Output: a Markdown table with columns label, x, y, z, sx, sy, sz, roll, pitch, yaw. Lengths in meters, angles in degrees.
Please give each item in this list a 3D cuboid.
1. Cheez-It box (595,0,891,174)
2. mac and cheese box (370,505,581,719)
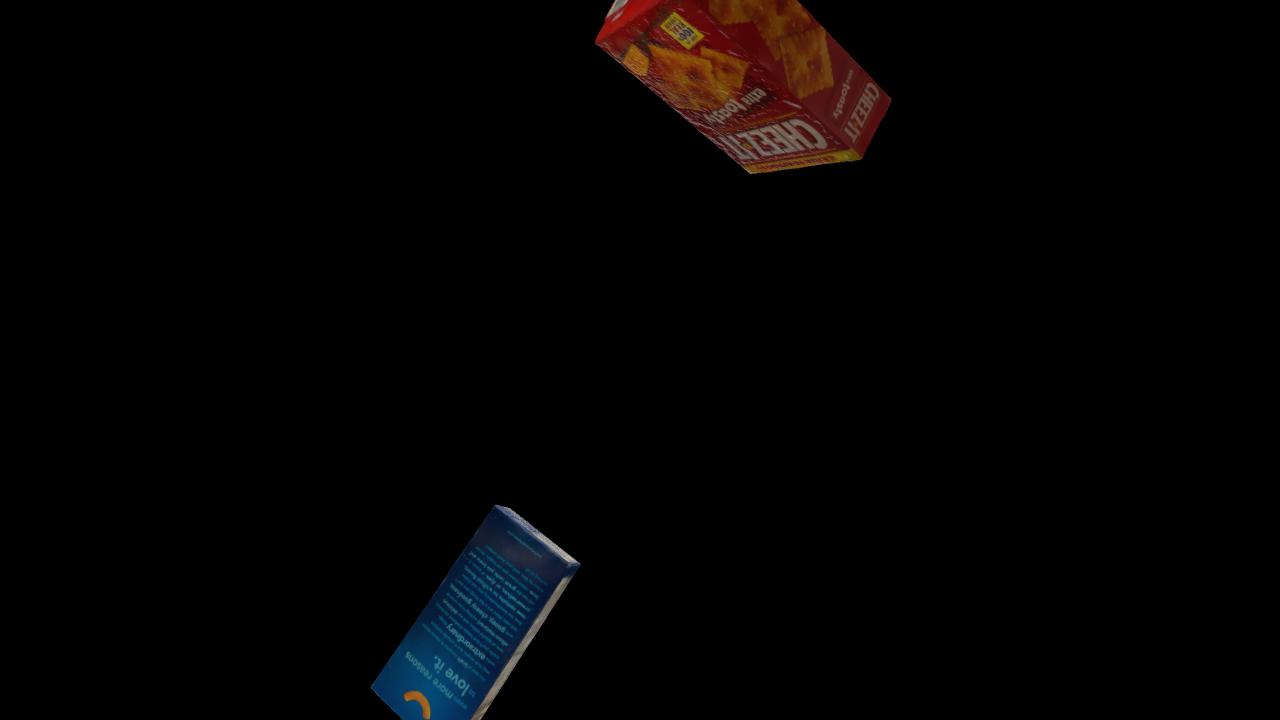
| label | x | y | z | sx | sy | sz | roll | pitch | yaw |
| --- | --- | --- | --- | --- | --- | --- | --- | --- | --- |
| Cheez-It box | 0.089 | -0.262 | 0.559 | 0.223 | 0.071 | 0.166 | 28 | -2 | -30 |
| mac and cheese box | -0.142 | 0.232 | 0.540 | 0.093 | 0.184 | 0.041 | 31 | -8 | 18 |
